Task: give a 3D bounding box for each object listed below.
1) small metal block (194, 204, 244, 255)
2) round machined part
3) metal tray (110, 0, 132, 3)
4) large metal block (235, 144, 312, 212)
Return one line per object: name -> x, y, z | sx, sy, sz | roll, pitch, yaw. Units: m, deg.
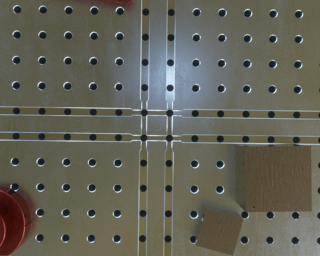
small metal block -> 0.078, 0.135, 0.414 | 0.050, 0.025, 0.050 | 16, 90, 0
round machined part -> -0.225, 0.127, 0.403 | 0.099, 0.042, 0.097 | 0, 90, 0
metal tray -> -0.095, -0.225, 0.409 | 0.131, 0.030, 0.089 | 10, 90, 0
large metal block -> 0.144, 0.062, 0.402 | 0.081, 0.050, 0.080 | -1, 90, 0
